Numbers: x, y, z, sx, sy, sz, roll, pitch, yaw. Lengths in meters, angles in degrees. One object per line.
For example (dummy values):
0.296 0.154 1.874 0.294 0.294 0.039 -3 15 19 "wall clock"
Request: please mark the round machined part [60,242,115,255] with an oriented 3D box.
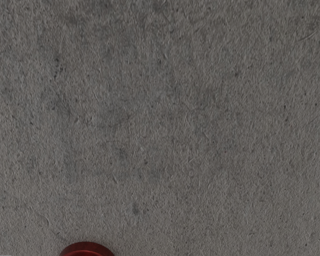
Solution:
-0.118 0.232 0.485 0.099 0.042 0.097 0 110 0 "round machined part"
